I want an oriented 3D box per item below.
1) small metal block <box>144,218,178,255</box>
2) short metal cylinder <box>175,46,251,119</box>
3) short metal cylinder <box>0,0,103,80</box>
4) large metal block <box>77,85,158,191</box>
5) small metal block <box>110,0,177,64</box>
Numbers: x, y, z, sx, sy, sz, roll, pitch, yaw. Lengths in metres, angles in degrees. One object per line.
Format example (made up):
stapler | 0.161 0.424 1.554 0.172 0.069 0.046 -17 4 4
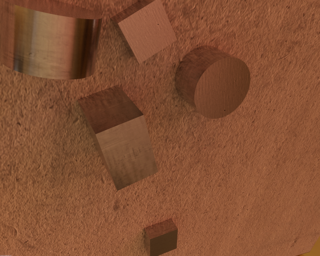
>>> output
small metal block | 0.001 0.188 0.526 0.050 0.025 0.050 -13 124 -22
short metal cylinder | 0.066 -0.058 0.392 0.081 0.050 0.079 -14 125 -21
short metal cylinder | -0.095 -0.080 0.271 0.081 0.080 0.050 0 119 -29
large metal block | -0.048 0.009 0.351 0.050 0.080 0.080 -23 127 -15
small metal block | -0.017 -0.106 0.333 0.050 0.025 0.050 -34 129 -6
